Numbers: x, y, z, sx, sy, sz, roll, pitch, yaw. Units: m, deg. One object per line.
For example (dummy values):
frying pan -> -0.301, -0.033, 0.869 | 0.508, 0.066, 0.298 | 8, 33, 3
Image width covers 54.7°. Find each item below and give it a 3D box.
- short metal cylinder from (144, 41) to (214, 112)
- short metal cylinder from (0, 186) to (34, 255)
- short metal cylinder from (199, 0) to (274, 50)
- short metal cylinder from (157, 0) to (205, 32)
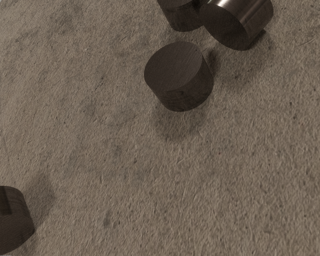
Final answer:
short metal cylinder -> 0.026, -0.068, 0.415 | 0.080, 0.050, 0.080 | -13, 56, 20
short metal cylinder -> -0.213, 0.122, 0.403 | 0.080, 0.080, 0.050 | -42, 51, -1
short metal cylinder -> 0.099, -0.149, 0.407 | 0.050, 0.080, 0.080 | -49, 52, -6
short metal cylinder -> 0.042, -0.199, 0.487 | 0.080, 0.050, 0.080 | -13, 56, 20
